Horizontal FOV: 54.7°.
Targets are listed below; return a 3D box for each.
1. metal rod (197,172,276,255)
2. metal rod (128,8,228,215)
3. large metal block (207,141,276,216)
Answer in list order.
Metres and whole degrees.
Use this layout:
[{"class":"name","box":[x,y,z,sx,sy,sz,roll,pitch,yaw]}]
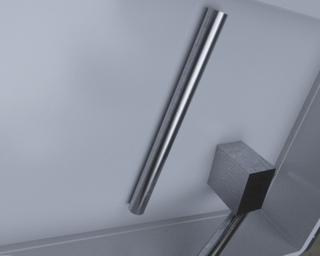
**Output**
[{"class":"metal rod","box":[0.109,0.154,0.483,0.302,0.025,0.025,-37,135,-38]},{"class":"metal rod","box":[0.016,-0.007,0.414,0.025,0.025,0.298,8,114,-32]},{"class":"large metal block","box":[0.126,0.077,0.492,0.050,0.080,0.079,-7,121,-26]}]
